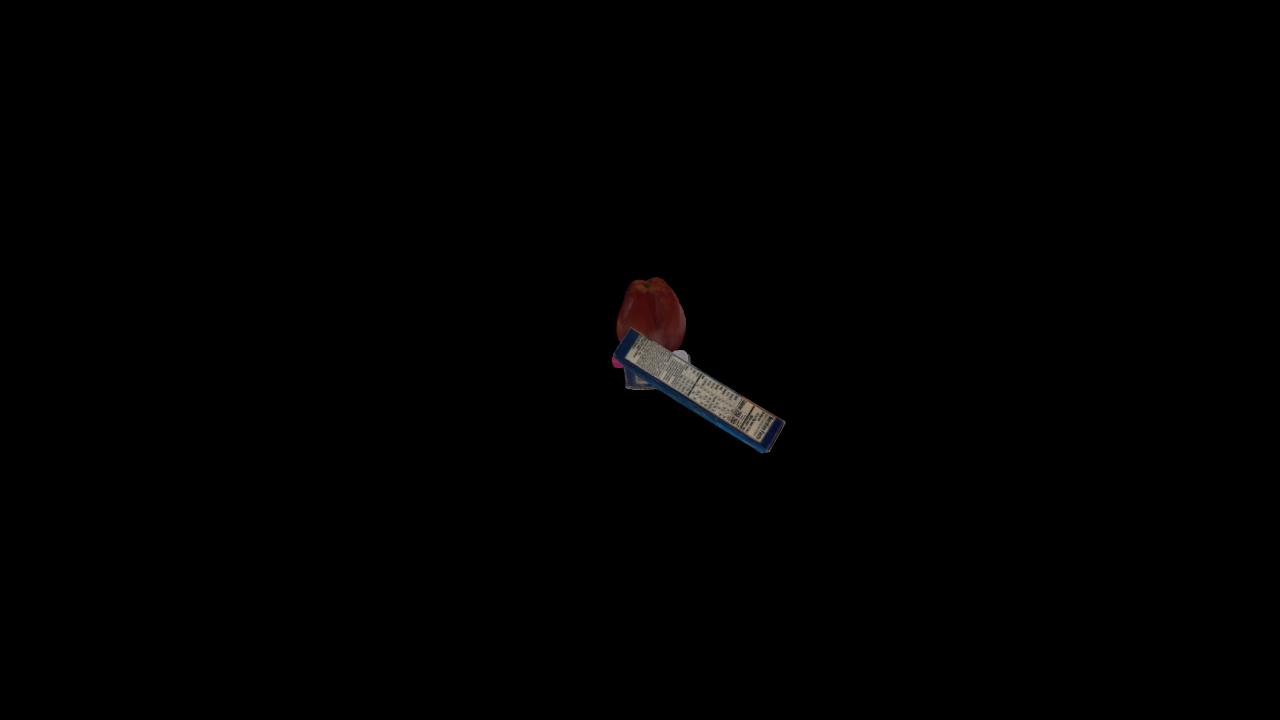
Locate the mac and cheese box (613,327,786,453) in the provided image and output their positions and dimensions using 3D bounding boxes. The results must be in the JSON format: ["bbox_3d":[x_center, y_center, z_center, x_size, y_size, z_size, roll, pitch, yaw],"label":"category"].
[{"bbox_3d":[0.062,0.034,0.654,0.184,0.041,0.093,32,-5,11],"label":"mac and cheese box"}]

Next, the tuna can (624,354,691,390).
[{"bbox_3d":[0.022,0.013,0.751,0.084,0.034,0.084,-6,6,1],"label":"tuna can"}]

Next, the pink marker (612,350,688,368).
[{"bbox_3d":[0.008,0.000,0.725,0.020,0.020,0.121,0,-1,-41],"label":"pink marker"}]

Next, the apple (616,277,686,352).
[{"bbox_3d":[0.011,-0.043,0.686,0.079,0.093,0.079,-2,36,1],"label":"apple"}]
